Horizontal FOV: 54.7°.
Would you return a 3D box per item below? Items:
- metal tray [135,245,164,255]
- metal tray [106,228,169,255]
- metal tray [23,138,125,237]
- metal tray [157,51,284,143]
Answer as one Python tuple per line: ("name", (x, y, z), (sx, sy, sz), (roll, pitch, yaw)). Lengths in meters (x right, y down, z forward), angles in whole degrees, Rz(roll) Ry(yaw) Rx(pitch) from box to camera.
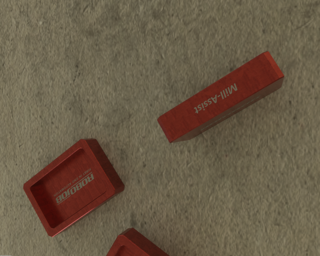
("metal tray", (0.013, 0.228, 0.401), (0.130, 0.030, 0.090), (26, 98, 17))
("metal tray", (-0.039, 0.204, 0.386), (0.090, 0.030, 0.129), (33, 100, 16))
("metal tray", (-0.127, 0.086, 0.449), (0.130, 0.030, 0.090), (-36, 79, 16))
("metal tray", (0.070, -0.029, 0.349), (0.130, 0.090, 0.030), (-31, 80, 17))
